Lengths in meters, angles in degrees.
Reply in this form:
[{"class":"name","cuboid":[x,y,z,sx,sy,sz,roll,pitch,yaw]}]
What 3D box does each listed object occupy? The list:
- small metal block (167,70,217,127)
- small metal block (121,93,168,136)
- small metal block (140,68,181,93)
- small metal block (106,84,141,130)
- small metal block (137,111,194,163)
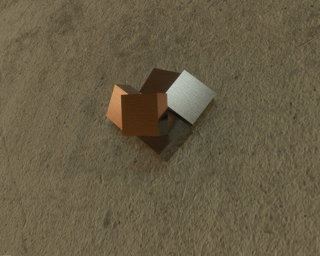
[{"class":"small metal block","cuboid":[0.035,-0.037,0.394,0.050,0.025,0.050,37,81,4]},{"class":"small metal block","cuboid":[-0.019,-0.016,0.377,0.050,0.025,0.050,0,94,28]},{"class":"small metal block","cuboid":[0.004,-0.053,0.435,0.050,0.025,0.050,19,71,35]},{"class":"small metal block","cuboid":[-0.045,-0.027,0.429,0.050,0.025,0.050,38,119,37]},{"class":"small metal block","cuboid":[0.005,0.008,0.397,0.050,0.025,0.050,-48,52,-6]}]
